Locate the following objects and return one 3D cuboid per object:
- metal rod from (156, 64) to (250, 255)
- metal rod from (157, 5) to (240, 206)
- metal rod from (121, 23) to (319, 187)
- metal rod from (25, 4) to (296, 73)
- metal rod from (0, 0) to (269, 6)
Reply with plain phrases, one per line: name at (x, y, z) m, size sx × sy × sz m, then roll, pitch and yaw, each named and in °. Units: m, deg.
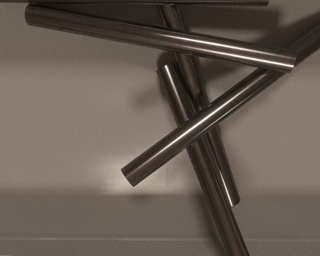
metal rod at (0.060, 0.064, 0.379) m, size 0.025 × 0.025 × 0.299 m, roll -21°, pitch 87°, yaw 7°
metal rod at (0.054, -0.025, 0.402) m, size 0.025 × 0.025 × 0.298 m, roll -19°, pitch 109°, yaw 6°
metal rod at (0.084, -0.032, 0.360) m, size 0.301 × 0.025 × 0.025 m, roll -36°, pitch 107°, yaw -4°
metal rod at (-0.003, -0.102, 0.349) m, size 0.302 × 0.025 × 0.025 m, roll 12°, pitch 110°, yaw 4°
metal rod at (-0.038, -0.147, 0.335) m, size 0.302 × 0.025 × 0.025 m, roll 3°, pitch 110°, yaw 6°
